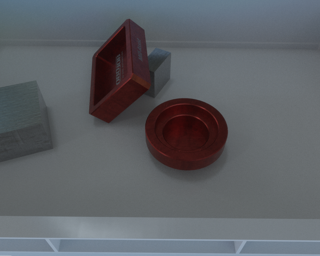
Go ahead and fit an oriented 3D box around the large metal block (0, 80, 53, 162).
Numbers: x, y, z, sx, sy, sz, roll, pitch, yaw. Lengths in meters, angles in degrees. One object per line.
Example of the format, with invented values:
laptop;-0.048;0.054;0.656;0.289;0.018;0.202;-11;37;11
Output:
large metal block;-0.188;-0.008;0.393;0.081;0.050;0.080;-15;52;-13

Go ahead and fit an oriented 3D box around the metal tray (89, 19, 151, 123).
metal tray;-0.058;-0.082;0.433;0.030;0.090;0.130;29;38;-36

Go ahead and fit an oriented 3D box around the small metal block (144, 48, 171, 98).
small metal block;-0.007;-0.081;0.457;0.025;0.050;0.050;23;54;17

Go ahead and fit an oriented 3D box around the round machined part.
round machined part;0.032;0.012;0.385;0.099;0.042;0.098;0;50;0
